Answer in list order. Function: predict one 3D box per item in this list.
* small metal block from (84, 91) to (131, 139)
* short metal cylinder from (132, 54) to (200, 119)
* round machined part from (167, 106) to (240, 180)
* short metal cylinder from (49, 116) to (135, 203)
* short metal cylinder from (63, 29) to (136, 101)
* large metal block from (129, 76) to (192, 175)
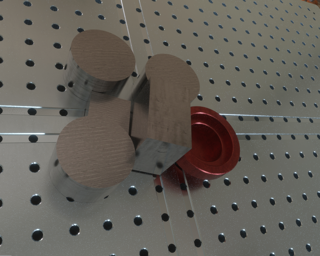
[{"bbox_3d":[-0.065,-0.012,0.380,0.050,0.025,0.050,14,56,-21],"label":"small metal block"},{"bbox_3d":[0.008,-0.055,0.429,0.081,0.050,0.080,14,56,-21],"label":"short metal cylinder"},{"bbox_3d":[0.053,0.023,0.411,0.099,0.042,0.098,14,56,-21],"label":"round machined part"},{"bbox_3d":[-0.073,0.034,0.332,0.081,0.050,0.080,14,56,-21],"label":"short metal cylinder"},{"bbox_3d":[-0.078,-0.078,0.397,0.081,0.050,0.080,14,56,-21],"label":"short metal cylinder"},{"bbox_3d":[-0.005,0.000,0.366,0.050,0.080,0.080,15,56,-20],"label":"large metal block"}]
